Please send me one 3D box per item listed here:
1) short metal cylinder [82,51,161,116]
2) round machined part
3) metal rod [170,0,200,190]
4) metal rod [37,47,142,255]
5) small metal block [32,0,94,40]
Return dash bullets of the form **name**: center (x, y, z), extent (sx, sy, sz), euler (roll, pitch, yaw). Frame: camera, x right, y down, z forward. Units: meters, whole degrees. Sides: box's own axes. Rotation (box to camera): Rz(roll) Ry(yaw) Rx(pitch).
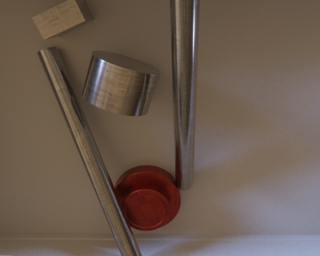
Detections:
- **short metal cylinder**: center (-0.045, -0.053, 0.362), extent (0.080, 0.080, 0.050), euler (16, 109, -7)
- **round machined part**: center (-0.019, 0.106, 0.441), extent (0.099, 0.042, 0.097), euler (0, 110, -1)
- **metal rod**: center (0.027, -0.026, 0.337), extent (0.025, 0.025, 0.298), euler (-4, 135, 1)
- **metal rod**: center (-0.086, 0.044, 0.398), extent (0.025, 0.025, 0.298), euler (-19, 99, 6)
- **small metal block**: center (-0.107, -0.124, 0.351), extent (0.050, 0.050, 0.025), euler (-22, 109, 7)
